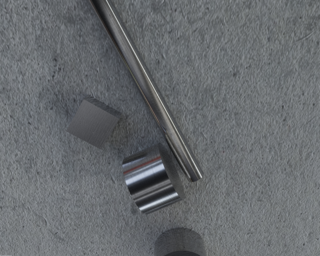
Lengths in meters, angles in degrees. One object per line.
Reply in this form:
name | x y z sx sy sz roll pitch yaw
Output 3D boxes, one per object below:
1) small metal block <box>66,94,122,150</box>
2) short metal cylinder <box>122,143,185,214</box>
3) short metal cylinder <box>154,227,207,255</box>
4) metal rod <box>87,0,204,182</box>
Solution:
small metal block | -0.086 -0.008 0.406 0.050 0.025 0.050 30 107 -11
short metal cylinder | -0.007 0.065 0.405 0.050 0.080 0.080 -25 109 8
short metal cylinder | 0.031 0.200 0.471 0.081 0.050 0.079 0 110 -1
metal rod | -0.019 -0.056 0.388 0.025 0.025 0.299 -26 108 9
